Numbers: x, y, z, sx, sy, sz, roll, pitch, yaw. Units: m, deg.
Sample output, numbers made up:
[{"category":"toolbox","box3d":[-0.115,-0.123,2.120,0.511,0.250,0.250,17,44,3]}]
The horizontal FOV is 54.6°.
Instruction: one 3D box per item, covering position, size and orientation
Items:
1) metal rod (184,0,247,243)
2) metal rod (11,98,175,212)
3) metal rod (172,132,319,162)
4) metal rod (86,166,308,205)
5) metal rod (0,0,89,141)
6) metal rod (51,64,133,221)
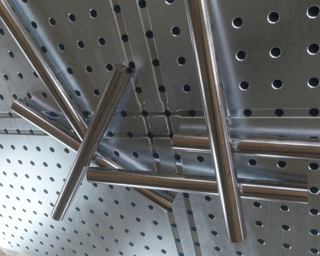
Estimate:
[{"category":"metal rod","box3d":[0.065,-0.004,0.348,0.025,0.025,0.298,-3,109,30]},{"category":"metal rod","box3d":[-0.110,0.040,0.494,0.301,0.025,0.025,32,129,7]},{"category":"metal rod","box3d":[0.155,0.023,0.343,0.300,0.025,0.025,3,120,27]},{"category":"metal rod","box3d":[0.035,0.075,0.421,0.301,0.025,0.025,1,119,21]},{"category":"metal rod","box3d":[-0.179,-0.106,0.440,0.025,0.025,0.299,-19,109,35]},{"category":"metal rod","box3d":[-0.111,0.038,0.463,0.025,0.025,0.298,34,120,6]}]
